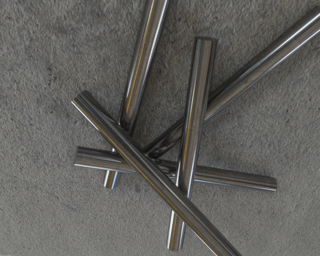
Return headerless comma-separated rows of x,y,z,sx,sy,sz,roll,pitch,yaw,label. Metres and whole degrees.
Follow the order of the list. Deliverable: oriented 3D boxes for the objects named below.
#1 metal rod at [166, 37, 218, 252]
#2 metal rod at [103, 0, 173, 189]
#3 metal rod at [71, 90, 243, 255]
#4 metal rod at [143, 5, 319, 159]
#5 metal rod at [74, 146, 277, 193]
0.035,0.039,0.392,0.025,0.025,0.298,4,116,-4,metal rod
-0.036,-0.026,0.384,0.025,0.025,0.298,12,129,-10,metal rod
0.003,0.072,0.388,0.300,0.025,0.025,47,119,-5,metal rod
0.065,-0.029,0.382,0.025,0.025,0.299,34,122,-26,metal rod
0.035,0.062,0.434,0.302,0.025,0.025,11,130,-20,metal rod
